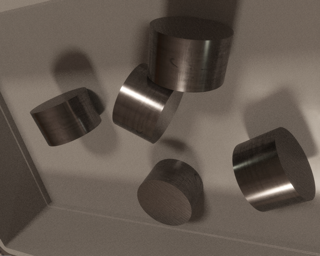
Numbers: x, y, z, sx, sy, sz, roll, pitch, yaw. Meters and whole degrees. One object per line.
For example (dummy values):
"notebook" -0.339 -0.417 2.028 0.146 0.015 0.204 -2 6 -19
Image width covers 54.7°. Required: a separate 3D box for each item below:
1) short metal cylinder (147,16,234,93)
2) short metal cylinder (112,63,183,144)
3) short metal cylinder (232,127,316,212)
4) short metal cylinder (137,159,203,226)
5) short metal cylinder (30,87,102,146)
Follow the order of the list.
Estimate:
"short metal cylinder" 0.029 -0.076 0.310 0.080 0.080 0.050 17 125 18
"short metal cylinder" -0.012 -0.028 0.360 0.050 0.080 0.079 27 128 11
"short metal cylinder" 0.123 0.045 0.336 0.050 0.080 0.080 -29 103 37
"short metal cylinder" 0.015 0.091 0.439 0.080 0.050 0.079 13 124 20
"short metal cylinder" -0.129 -0.017 0.429 0.080 0.080 0.050 -9 114 32
